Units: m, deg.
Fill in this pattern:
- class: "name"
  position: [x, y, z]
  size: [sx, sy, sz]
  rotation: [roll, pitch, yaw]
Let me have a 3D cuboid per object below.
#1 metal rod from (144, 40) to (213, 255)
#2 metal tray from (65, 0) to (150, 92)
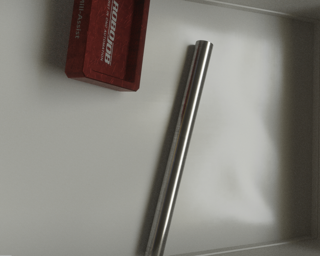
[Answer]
- class: "metal rod"
  position: [0.027, 0.026, 0.421]
  size: [0.025, 0.025, 0.299]
  rotation: [16, 85, -20]
- class: "metal tray"
  position: [-0.057, -0.114, 0.363]
  size: [0.091, 0.030, 0.129]
  rotation: [9, 87, -53]
